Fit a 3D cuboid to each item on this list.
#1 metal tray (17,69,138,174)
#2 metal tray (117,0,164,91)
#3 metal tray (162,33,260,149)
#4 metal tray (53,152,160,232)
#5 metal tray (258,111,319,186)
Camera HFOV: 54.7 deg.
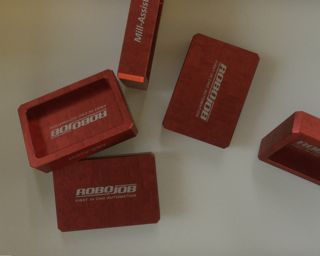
[{"bbox_3d":[-0.104,-0.009,0.391,0.131,0.030,0.090,-23,67,-1],"label":"metal tray"},{"bbox_3d":[-0.020,-0.116,0.378,0.030,0.090,0.129,11,90,0],"label":"metal tray"},{"bbox_3d":[0.065,-0.047,0.410,0.090,0.030,0.129,19,90,-1],"label":"metal tray"},{"bbox_3d":[-0.068,0.082,0.408,0.131,0.030,0.089,-5,90,-1],"label":"metal tray"},{"bbox_3d":[0.201,0.035,0.379,0.131,0.090,0.030,23,62,-1],"label":"metal tray"}]
